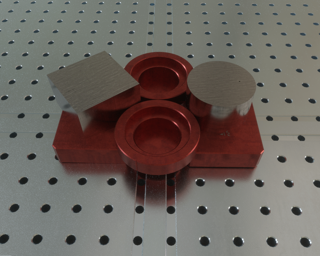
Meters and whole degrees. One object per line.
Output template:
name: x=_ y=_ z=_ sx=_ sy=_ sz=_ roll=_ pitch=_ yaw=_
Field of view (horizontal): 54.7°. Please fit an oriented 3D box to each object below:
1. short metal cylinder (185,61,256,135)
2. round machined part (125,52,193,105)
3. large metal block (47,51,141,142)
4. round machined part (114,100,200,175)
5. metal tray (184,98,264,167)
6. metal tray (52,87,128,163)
short metal cylinder: x=0.072 y=-0.038 z=0.384 sx=0.081 sy=0.050 sz=0.080 roll=0 pitch=50 yaw=0
round machined part: x=-0.001 y=-0.061 z=0.435 sx=0.099 sy=0.042 sz=0.098 roll=0 pitch=50 yaw=0
large metal block: x=-0.080 y=-0.042 z=0.387 sx=0.081 sy=0.050 sz=0.080 roll=-30 pitch=56 yaw=-23
round machined part: x=-0.003 y=0.015 z=0.372 sx=0.099 sy=0.042 sz=0.098 roll=0 pitch=50 yaw=0
metal tray: x=0.078 y=-0.011 z=0.411 sx=0.091 sy=0.030 sz=0.130 roll=1 pitch=50 yaw=0
metal tray: x=-0.082 y=-0.015 z=0.416 sx=0.091 sy=0.030 sz=0.130 roll=1 pitch=50 yaw=-1
